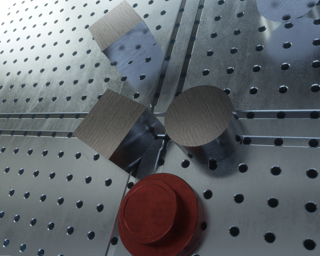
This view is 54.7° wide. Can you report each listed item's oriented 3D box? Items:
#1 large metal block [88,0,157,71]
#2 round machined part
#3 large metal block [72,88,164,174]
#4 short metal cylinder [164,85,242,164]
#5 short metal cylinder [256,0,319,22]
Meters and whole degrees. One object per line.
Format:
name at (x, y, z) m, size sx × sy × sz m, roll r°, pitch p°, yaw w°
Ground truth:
large metal block at (-0.064, -0.157, 0.522) m, size 0.080 × 0.050 × 0.080 m, roll -36°, pitch 51°, yaw 4°
round machined part at (-0.005, 0.095, 0.342) m, size 0.098 × 0.042 × 0.098 m, roll -13°, pitch 56°, yaw 21°
large metal block at (-0.057, 0.003, 0.421) m, size 0.080 × 0.050 × 0.080 m, roll 27°, pitch 76°, yaw 37°
short metal cylinder at (0.052, -0.004, 0.367) m, size 0.080 × 0.050 × 0.080 m, roll -13°, pitch 56°, yaw 21°
short metal cylinder at (0.163, -0.187, 0.402) m, size 0.080 × 0.080 × 0.050 m, roll -13°, pitch 56°, yaw 21°
